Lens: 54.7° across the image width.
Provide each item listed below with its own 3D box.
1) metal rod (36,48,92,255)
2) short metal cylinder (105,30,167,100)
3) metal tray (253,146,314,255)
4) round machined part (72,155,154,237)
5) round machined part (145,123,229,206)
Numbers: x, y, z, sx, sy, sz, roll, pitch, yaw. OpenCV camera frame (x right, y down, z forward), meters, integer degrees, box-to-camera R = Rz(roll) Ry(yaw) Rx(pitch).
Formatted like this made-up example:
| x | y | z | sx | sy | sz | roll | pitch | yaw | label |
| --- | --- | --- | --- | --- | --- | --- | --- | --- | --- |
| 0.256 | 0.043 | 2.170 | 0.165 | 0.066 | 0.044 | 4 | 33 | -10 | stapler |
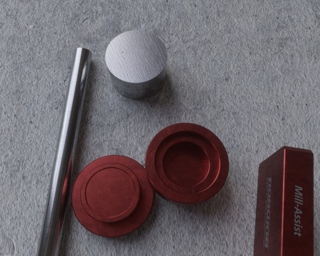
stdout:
| x | y | z | sx | sy | sz | roll | pitch | yaw | label |
| --- | --- | --- | --- | --- | --- | --- | --- | --- | --- |
| -0.120 | 0.032 | 0.395 | 0.025 | 0.025 | 0.299 | 4 | 70 | 1 | metal rod |
| -0.031 | -0.086 | 0.426 | 0.081 | 0.050 | 0.080 | 0 | 70 | 0 | short metal cylinder |
| 0.133 | 0.094 | 0.340 | 0.030 | 0.090 | 0.130 | 9 | 70 | 3 | metal tray |
| -0.056 | 0.079 | 0.370 | 0.099 | 0.042 | 0.098 | 0 | 70 | 0 | round machined part |
| 0.031 | 0.046 | 0.380 | 0.099 | 0.042 | 0.098 | 2 | 69 | -4 | round machined part |
